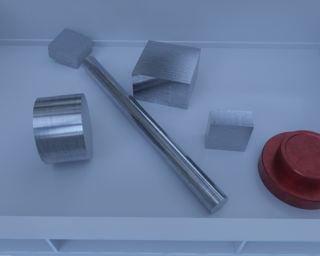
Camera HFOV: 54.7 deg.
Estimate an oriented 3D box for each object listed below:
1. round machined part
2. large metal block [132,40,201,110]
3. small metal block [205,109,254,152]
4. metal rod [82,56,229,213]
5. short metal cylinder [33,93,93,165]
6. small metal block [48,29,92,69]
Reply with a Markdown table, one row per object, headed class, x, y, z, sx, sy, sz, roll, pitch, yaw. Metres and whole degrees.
| class | x | y | z | sx | sy | sz | roll | pitch | yaw |
| --- | --- | --- | --- | --- | --- | --- | --- | --- | --- |
| round machined part | 0.169 | 0.041 | 0.362 | 0.099 | 0.042 | 0.098 | 0 | 50 | 0 |
| large metal block | 0.011 | -0.080 | 0.456 | 0.080 | 0.050 | 0.080 | 12 | 51 | 9 |
| small metal block | 0.085 | 0.003 | 0.387 | 0.050 | 0.050 | 0.025 | 4 | 50 | 3 |
| metal rod | -0.023 | -0.009 | 0.412 | 0.025 | 0.025 | 0.300 | -29 | 56 | -22 |
| short metal cylinder | -0.112 | 0.001 | 0.367 | 0.050 | 0.080 | 0.080 | -6 | 51 | -6 |
| small metal block | -0.146 | -0.130 | 0.505 | 0.050 | 0.025 | 0.050 | 24 | 53 | 2 |
